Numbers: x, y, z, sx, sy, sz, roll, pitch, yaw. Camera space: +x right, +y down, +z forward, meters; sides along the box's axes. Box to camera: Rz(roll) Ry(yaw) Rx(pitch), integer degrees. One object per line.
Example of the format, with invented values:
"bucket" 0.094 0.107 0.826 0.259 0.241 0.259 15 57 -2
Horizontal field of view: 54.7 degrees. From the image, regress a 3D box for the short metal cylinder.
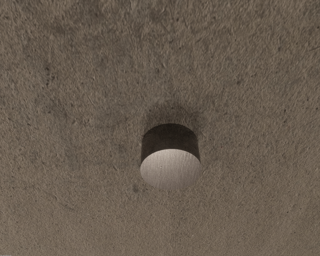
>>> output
"short metal cylinder" 0.014 0.040 0.425 0.081 0.050 0.079 0 130 0
